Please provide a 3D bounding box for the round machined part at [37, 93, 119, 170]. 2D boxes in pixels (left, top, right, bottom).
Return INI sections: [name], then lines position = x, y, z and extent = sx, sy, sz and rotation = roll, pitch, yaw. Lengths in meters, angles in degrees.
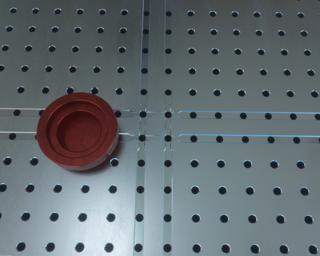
[round machined part]
position = -0.102, 0.007, 0.399
extent = 0.099, 0.042, 0.098
rotation = 0, 70, -1
